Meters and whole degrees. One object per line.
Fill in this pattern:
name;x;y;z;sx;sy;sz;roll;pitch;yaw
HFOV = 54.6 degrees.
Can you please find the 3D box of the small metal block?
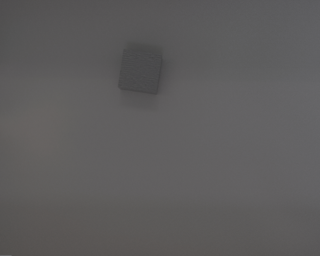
small metal block;-0.026;-0.074;0.411;0.050;0.025;0.050;9;90;0
